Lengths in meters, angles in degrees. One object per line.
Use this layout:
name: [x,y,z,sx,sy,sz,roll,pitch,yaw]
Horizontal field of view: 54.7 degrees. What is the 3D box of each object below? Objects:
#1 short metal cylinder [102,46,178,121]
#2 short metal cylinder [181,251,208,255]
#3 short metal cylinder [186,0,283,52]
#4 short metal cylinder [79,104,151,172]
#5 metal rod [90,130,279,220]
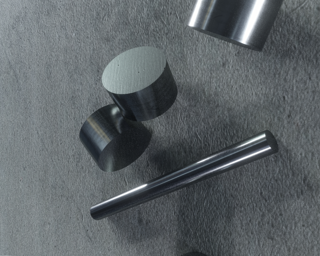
short metal cylinder: [-0.024,-0.055,0.382,0.080,0.050,0.080,-11,50,13]
short metal cylinder: [0.034,0.193,0.361,0.080,0.050,0.079,0,90,40]
short metal cylinder: [0.073,-0.114,0.309,0.080,0.081,0.050,31,110,35]
short metal cylinder: [-0.060,0.013,0.419,0.050,0.081,0.080,47,118,29]
metal rod: [0.007,0.073,0.399,0.299,0.025,0.025,-29,72,36]
